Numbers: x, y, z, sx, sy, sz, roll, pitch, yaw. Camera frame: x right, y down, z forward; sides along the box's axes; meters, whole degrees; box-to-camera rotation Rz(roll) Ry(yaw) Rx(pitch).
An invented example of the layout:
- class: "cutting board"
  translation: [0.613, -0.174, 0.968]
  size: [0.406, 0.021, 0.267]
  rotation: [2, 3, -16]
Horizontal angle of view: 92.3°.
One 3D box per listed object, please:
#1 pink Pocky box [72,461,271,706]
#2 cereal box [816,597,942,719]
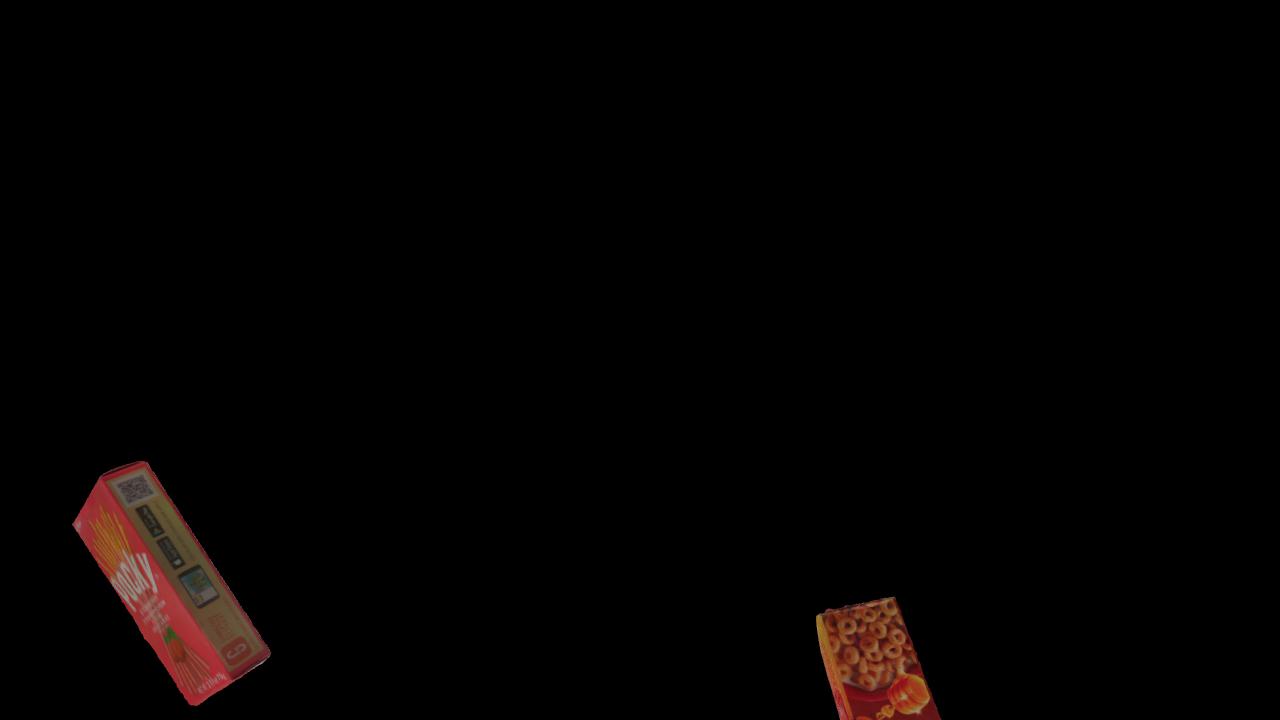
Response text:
- class: "pink Pocky box"
  translation: [-0.314, 0.150, 0.409]
  size: [0.084, 0.155, 0.029]
  rotation: [-35, -2, 32]
- class: "cereal box"
  translation: [0.239, 0.384, 0.542]
  size: [0.081, 0.306, 0.203]
  rotation: [-16, -30, 8]
